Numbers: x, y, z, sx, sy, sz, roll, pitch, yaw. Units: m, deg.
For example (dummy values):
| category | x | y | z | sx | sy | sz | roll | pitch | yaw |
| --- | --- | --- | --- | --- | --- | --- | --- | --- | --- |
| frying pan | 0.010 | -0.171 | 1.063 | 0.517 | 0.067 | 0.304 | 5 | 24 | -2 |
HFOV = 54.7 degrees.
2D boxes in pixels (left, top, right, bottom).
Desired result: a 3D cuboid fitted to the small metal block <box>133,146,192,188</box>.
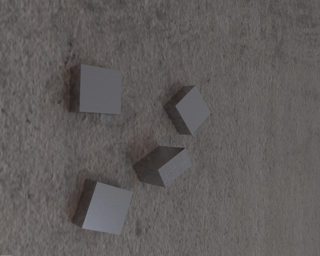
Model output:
| category | x | y | z | sx | sy | sz | roll | pitch | yaw |
| --- | --- | --- | --- | --- | --- | --- | --- | --- | --- |
| small metal block | 0.003 | 0.047 | 0.393 | 0.050 | 0.050 | 0.025 | -34 | 112 | -35 |

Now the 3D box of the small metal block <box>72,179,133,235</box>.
| category | x | y | z | sx | sy | sz | roll | pitch | yaw |
| --- | --- | --- | --- | --- | --- | --- | --- | --- | --- |
| small metal block | -0.065 | 0.090 | 0.352 | 0.050 | 0.025 | 0.050 | 26 | 74 | -37 |

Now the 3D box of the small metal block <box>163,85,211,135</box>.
| category | x | y | z | sx | sy | sz | roll | pitch | yaw |
| --- | --- | --- | --- | --- | --- | --- | --- | --- | --- |
| small metal block | 0.039 | -0.025 | 0.440 | 0.050 | 0.025 | 0.050 | -46 | 118 | -30 |

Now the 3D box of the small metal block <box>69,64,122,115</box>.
| category | x | y | z | sx | sy | sz | roll | pitch | yaw |
| --- | --- | --- | --- | --- | --- | --- | --- | --- | --- |
| small metal block | -0.071 | -0.041 | 0.346 | 0.050 | 0.025 | 0.050 | 2 | 89 | -40 |
